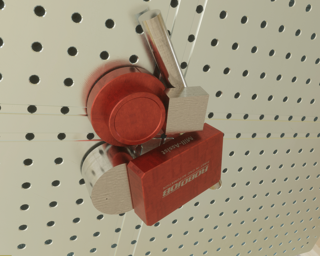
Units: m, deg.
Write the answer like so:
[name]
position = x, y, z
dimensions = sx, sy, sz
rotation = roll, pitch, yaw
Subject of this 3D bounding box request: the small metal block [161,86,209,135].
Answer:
[small metal block]
position = 0.028, -0.022, 0.378
dimensions = 0.050, 0.025, 0.050
rotation = -7, 124, -19

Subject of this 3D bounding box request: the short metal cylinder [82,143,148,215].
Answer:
[short metal cylinder]
position = -0.055, 0.064, 0.399
dimensions = 0.081, 0.050, 0.079
rotation = -14, 124, -21

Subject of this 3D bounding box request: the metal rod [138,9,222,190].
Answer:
[metal rod]
position = 0.039, -0.014, 0.420
dimensions = 0.025, 0.025, 0.299
rotation = -32, 129, -8

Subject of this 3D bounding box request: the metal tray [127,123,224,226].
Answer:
[metal tray]
position = 0.025, 0.058, 0.403
dimensions = 0.131, 0.030, 0.089
rotation = -25, 129, -29

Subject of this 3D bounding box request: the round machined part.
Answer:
[round machined part]
position = -0.032, -0.019, 0.365
dimensions = 0.099, 0.042, 0.097
rotation = -13, 124, -20
